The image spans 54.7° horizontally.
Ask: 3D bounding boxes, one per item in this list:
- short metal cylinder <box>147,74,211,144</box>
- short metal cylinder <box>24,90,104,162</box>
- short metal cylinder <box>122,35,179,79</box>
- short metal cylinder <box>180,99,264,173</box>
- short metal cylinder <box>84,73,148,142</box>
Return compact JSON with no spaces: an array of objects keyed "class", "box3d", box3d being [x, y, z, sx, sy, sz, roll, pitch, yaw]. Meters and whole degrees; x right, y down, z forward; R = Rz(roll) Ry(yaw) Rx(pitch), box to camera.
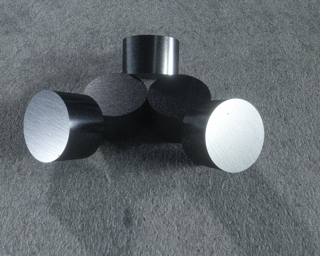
[{"class":"short metal cylinder","box3d":[0.024,-0.026,0.410,0.080,0.050,0.080,0,50,0]},{"class":"short metal cylinder","box3d":[-0.112,-0.002,0.362,0.080,0.080,0.050,39,20,28]},{"class":"short metal cylinder","box3d":[-0.013,-0.098,0.444,0.080,0.080,0.050,1,93,1]},{"class":"short metal cylinder","box3d":[0.071,0.007,0.355,0.081,0.080,0.050,-30,15,-23]},{"class":"short metal cylinder","box3d":[-0.056,-0.029,0.412,0.080,0.050,0.080,0,50,0]}]
